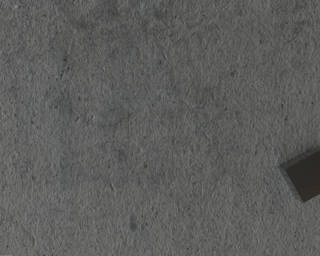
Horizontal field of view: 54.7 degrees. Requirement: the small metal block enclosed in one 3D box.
[{"bbox_3d":[0.195,0.063,0.411,0.050,0.025,0.050,-29,90,0],"label":"small metal block"}]
